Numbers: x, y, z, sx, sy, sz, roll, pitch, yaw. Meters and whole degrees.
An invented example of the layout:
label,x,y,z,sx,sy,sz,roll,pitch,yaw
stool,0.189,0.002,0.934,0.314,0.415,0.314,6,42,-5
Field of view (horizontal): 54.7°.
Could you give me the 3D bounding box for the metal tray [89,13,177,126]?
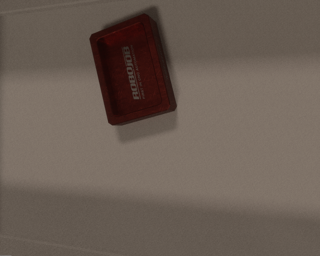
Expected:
label,x,y,z,sx,sy,sz,roll,pitch,yaw
metal tray,-0.037,-0.076,0.419,0.090,0.030,0.129,-15,85,19
